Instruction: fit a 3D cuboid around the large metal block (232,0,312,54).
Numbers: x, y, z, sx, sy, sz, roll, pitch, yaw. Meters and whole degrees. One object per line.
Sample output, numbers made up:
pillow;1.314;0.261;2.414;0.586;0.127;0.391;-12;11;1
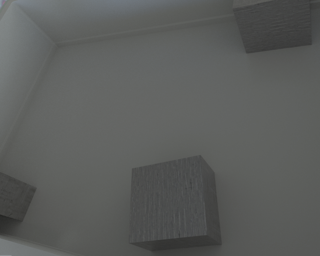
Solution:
large metal block;0.142;-0.143;0.384;0.080;0.080;0.050;-2;61;27

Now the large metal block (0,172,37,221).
large metal block;-0.243;0.092;0.441;0.080;0.080;0.050;1;62;28

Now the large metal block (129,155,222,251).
large metal block;0.016;0.082;0.331;0.080;0.050;0.080;-14;56;20
